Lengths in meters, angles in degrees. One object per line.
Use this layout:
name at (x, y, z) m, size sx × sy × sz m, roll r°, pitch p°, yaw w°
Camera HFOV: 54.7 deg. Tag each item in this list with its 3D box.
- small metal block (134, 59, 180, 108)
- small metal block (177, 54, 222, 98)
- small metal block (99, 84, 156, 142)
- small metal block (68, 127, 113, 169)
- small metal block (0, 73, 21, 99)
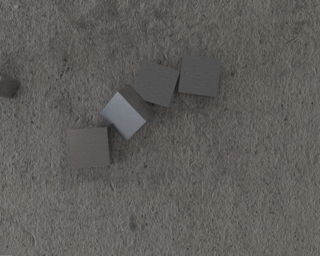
small metal block at (-0.006, -0.057, 0.410) m, size 0.050 × 0.025 × 0.050 m, roll 17°, pitch 90°, yaw 0°
small metal block at (0.051, -0.068, 0.410) m, size 0.050 × 0.025 × 0.050 m, roll 7°, pitch 90°, yaw 0°
small metal block at (-0.042, -0.018, 0.396) m, size 0.050 × 0.025 × 0.050 m, roll 47°, pitch 130°, yaw 0°
small metal block at (-0.091, 0.025, 0.409) m, size 0.050 × 0.025 × 0.050 m, roll -5°, pitch 90°, yaw 0°
small metal block at (-0.217, -0.062, 0.396) m, size 0.050 × 0.050 × 0.025 m, roll 26°, pitch 90°, yaw 0°
